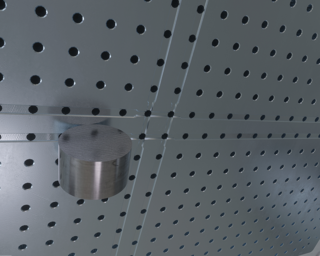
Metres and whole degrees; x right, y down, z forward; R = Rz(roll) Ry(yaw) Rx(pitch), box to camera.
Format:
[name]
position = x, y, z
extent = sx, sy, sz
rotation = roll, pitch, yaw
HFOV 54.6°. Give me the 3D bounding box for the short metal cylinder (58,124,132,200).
[short metal cylinder]
position = -0.075, 0.036, 0.357
extent = 0.081, 0.080, 0.050
rotation = -5, 121, -26
